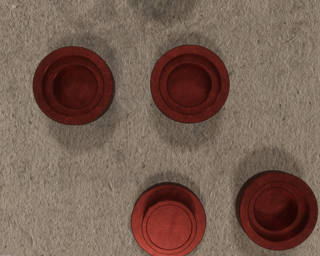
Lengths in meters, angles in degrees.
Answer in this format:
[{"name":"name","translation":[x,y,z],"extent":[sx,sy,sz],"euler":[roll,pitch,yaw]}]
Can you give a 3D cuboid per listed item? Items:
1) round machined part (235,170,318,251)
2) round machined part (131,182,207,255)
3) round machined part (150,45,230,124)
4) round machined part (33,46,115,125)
[{"name":"round machined part","translation":[0.147,0.103,0.404],"extent":[0.099,0.042,0.097],"euler":[0,90,-1]},{"name":"round machined part","translation":[0.011,0.122,0.402],"extent":[0.099,0.042,0.097],"euler":[0,90,-1]},{"name":"round machined part","translation":[0.037,-0.054,0.402],"extent":[0.099,0.042,0.097],"euler":[0,90,-1]},{"name":"round machined part","translation":[-0.107,-0.052,0.400],"extent":[0.099,0.042,0.097],"euler":[0,90,-1]}]
